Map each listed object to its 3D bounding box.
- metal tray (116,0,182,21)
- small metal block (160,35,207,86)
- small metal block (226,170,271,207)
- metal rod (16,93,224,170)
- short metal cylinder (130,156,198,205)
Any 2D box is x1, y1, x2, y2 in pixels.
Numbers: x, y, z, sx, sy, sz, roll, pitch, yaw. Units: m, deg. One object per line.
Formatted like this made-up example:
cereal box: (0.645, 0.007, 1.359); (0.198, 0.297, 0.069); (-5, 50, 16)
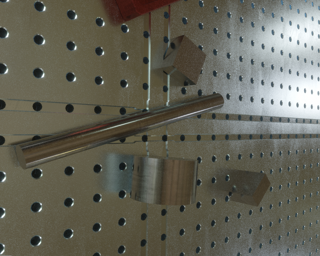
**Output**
metal tray: (-0.008, -0.203, 0.400); (0.131, 0.030, 0.090); (-36, 112, -34)
small metal block: (0.034, -0.095, 0.440); (0.050, 0.025, 0.050); (32, 70, -36)
small metal block: (0.149, 0.100, 0.521); (0.050, 0.050, 0.025); (-48, 119, -30)
metal rod: (-0.021, -0.007, 0.392); (0.302, 0.025, 0.025); (-18, 102, -39)
short metal cylinder: (0.005, 0.062, 0.380); (0.081, 0.080, 0.050); (7, 86, -40)
